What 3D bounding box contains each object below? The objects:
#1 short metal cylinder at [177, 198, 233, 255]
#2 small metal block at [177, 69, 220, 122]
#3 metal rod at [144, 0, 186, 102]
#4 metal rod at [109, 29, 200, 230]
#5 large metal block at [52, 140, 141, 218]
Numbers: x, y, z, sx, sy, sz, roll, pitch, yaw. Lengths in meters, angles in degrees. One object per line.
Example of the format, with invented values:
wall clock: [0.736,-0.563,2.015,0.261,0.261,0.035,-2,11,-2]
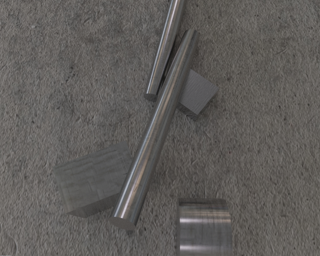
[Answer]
short metal cylinder: [0.045,0.117,0.337,0.050,0.080,0.080,1,70,0]
small metal block: [0.045,-0.046,0.425,0.050,0.025,0.050,37,74,12]
metal rod: [0.023,-0.178,0.473,0.025,0.025,0.299,12,70,4]
metal rod: [0.007,-0.026,0.366,0.025,0.025,0.300,16,51,5]
large metal block: [-0.065,0.062,0.356,0.080,0.080,0.050,-20,72,-7]
